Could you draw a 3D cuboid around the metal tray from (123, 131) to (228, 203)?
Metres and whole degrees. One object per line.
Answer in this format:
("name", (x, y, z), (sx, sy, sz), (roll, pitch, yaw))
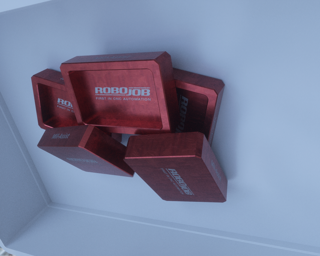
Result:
("metal tray", (0.025, 0.053, 0.380), (0.090, 0.030, 0.130), (-4, 145, 23))

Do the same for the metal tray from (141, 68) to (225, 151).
("metal tray", (0.022, -0.006, 0.387), (0.090, 0.030, 0.129), (18, 125, 17))

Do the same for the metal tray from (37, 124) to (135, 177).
("metal tray", (-0.101, 0.033, 0.431), (0.130, 0.030, 0.090), (-3, 148, 47))

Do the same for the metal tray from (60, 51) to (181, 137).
("metal tray", (-0.046, -0.039, 0.363), (0.130, 0.030, 0.089), (4, 120, 26))

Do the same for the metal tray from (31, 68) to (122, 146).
("metal tray", (-0.119, -0.025, 0.446), (0.130, 0.030, 0.089), (18, 126, 17))
